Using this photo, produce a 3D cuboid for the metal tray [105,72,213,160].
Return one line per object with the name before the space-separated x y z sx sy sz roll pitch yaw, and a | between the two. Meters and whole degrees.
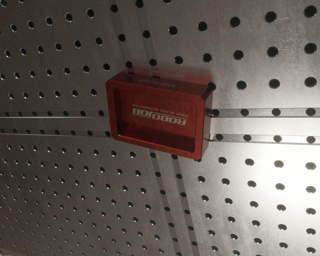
metal tray | -0.003 -0.016 0.397 0.130 0.030 0.089 12 124 21
